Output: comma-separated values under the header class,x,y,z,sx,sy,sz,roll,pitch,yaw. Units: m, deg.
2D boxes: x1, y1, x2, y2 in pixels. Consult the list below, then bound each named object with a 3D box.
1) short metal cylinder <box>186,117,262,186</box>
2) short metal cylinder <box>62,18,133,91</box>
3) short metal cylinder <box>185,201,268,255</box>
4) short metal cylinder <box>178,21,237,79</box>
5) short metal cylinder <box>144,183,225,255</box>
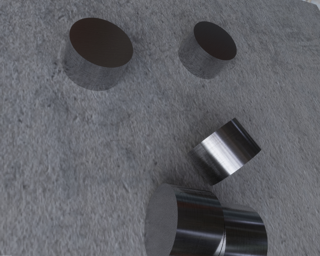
class,x,y,z,sx,sy,sz,roll,pitch,yaw
short metal cylinder,0.081,0.030,0.396,0.081,0.080,0.050,-30,79,-38
short metal cylinder,-0.082,-0.095,0.403,0.081,0.050,0.080,14,56,-21
short metal cylinder,0.068,0.121,0.333,0.050,0.080,0.080,14,56,-21
short metal cylinder,0.078,-0.127,0.510,0.081,0.050,0.080,14,56,-21
short metal cylinder,0.022,0.101,0.320,0.050,0.080,0.080,14,56,-21
